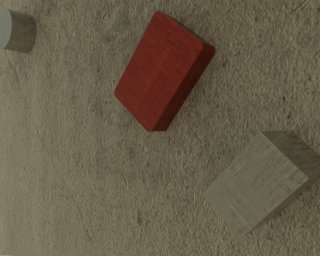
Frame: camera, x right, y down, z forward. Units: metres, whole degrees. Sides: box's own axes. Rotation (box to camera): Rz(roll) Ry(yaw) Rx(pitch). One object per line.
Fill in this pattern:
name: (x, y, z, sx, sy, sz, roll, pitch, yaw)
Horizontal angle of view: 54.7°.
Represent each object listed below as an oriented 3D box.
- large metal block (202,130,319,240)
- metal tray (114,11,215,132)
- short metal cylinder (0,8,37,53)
large metal block: (0.100, 0.049, 0.287, 0.050, 0.081, 0.080, 51, 120, 28)
metal tray: (0.000, -0.070, 0.401, 0.090, 0.030, 0.129, 46, 117, 30)
short metal cylinder: (-0.296, -0.197, 0.633, 0.080, 0.050, 0.080, 0, 90, 40)
